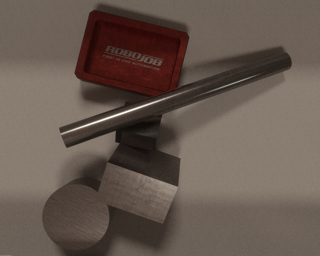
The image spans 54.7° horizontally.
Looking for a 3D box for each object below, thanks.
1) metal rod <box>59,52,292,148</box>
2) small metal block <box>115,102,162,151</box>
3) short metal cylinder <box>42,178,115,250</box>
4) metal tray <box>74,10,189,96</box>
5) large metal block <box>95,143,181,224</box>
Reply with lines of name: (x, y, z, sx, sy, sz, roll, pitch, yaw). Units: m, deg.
metal rod: (0.029, -0.039, 0.383, 0.302, 0.025, 0.025, -20, 90, -12)
small metal block: (-0.026, -0.003, 0.398, 0.050, 0.025, 0.050, 12, 48, -1)
short metal cylinder: (-0.101, 0.107, 0.398, 0.081, 0.050, 0.079, 0, 90, -1)
metal tray: (-0.036, -0.093, 0.408, 0.131, 0.030, 0.089, 14, 90, -1)
large metal block: (-0.023, 0.061, 0.378, 0.080, 0.080, 0.050, 20, 108, -1)
